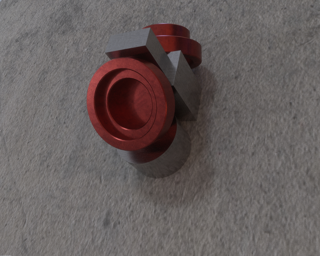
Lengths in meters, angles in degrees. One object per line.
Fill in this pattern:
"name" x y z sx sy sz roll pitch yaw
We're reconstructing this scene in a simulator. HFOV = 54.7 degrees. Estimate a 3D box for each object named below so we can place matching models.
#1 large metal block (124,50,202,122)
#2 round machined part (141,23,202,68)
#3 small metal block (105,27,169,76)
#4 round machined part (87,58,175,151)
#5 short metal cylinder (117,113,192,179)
"large metal block" 0.000 -0.049 0.398 0.080 0.080 0.050 -2 61 27
"round machined part" 0.006 -0.107 0.415 0.098 0.098 0.042 -2 86 27
"small metal block" -0.024 -0.081 0.347 0.050 0.050 0.025 -3 60 27
"round machined part" -0.028 -0.027 0.339 0.098 0.042 0.097 6 103 26
"short metal cylinder" -0.007 0.017 0.383 0.080 0.050 0.080 -13 56 20
